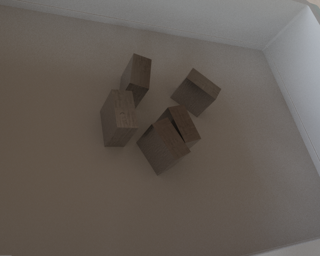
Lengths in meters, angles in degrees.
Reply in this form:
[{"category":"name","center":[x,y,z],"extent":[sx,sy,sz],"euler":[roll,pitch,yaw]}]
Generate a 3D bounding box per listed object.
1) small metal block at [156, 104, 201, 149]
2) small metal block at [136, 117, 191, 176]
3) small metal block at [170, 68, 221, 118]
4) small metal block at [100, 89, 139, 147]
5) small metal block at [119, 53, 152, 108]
[{"category":"small metal block","center":[0.020,0.006,0.397],"extent":[0.025,0.050,0.050],"euler":[-13,69,-33]},{"category":"small metal block","center":[0.003,0.023,0.377],"extent":[0.025,0.050,0.050],"euler":[-25,75,-37]},{"category":"small metal block","center":[0.051,-0.050,0.447],"extent":[0.050,0.050,0.025],"euler":[36,51,-4]},{"category":"small metal block","center":[-0.050,-0.011,0.369],"extent":[0.025,0.050,0.050],"euler":[2,61,-27]},{"category":"small metal block","center":[-0.034,-0.060,0.408],"extent":[0.025,0.050,0.050],"euler":[16,55,-19]}]
